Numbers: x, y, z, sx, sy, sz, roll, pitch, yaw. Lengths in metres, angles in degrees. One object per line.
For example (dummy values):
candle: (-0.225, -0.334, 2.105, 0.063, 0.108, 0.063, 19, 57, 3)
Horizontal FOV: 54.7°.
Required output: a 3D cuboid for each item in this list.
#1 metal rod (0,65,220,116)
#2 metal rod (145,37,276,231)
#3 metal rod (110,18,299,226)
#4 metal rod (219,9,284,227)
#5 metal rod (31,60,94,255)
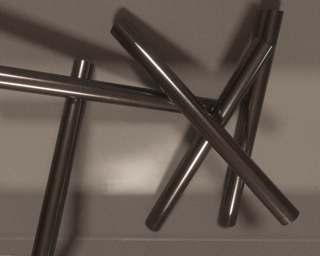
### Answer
metal rod: (-0.071, -0.042, 0.361, 0.302, 0.025, 0.025, 7, 111, -16)
metal rod: (0.052, 0.025, 0.401, 0.025, 0.025, 0.298, 23, 116, -9)
metal rod: (0.050, -0.009, 0.362, 0.025, 0.025, 0.300, -42, 88, 13)
metal rod: (0.117, 0.001, 0.413, 0.025, 0.025, 0.298, 5, 110, -3)
metal rod: (-0.122, 0.066, 0.371, 0.025, 0.025, 0.298, 11, 86, -5)
